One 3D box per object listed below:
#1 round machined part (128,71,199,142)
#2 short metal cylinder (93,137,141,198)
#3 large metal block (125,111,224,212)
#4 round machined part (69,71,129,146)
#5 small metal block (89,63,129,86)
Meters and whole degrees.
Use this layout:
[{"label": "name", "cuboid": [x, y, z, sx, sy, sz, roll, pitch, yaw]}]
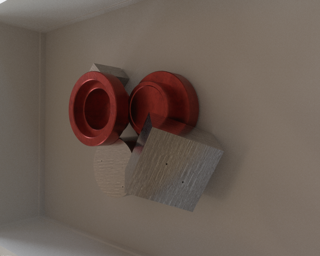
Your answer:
[{"label": "round machined part", "cuboid": [-0.003, -0.024, 0.392, 0.098, 0.042, 0.097, 0, 90, 39]}, {"label": "short metal cylinder", "cuboid": [-0.045, 0.051, 0.424, 0.080, 0.050, 0.079, 0, 90, 39]}, {"label": "large metal block", "cuboid": [0.012, 0.038, 0.348, 0.050, 0.080, 0.079, -106, 37, -68]}, {"label": "round machined part", "cuboid": [-0.076, -0.025, 0.416, 0.098, 0.042, 0.097, 0, 90, 39]}, {"label": "small metal block", "cuboid": [-0.082, -0.064, 0.453, 0.025, 0.050, 0.050, 52, 120, 27]}]
